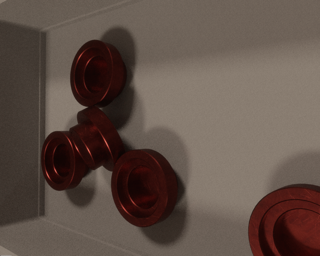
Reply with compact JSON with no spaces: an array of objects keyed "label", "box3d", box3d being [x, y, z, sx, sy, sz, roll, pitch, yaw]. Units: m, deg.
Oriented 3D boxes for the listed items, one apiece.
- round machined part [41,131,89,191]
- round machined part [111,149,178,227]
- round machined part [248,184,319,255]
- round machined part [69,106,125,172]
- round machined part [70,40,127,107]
[{"label":"round machined part","box3d":[-0.155,0.054,0.520,0.098,0.042,0.097,0,90,39]},{"label":"round machined part","box3d":[-0.016,0.076,0.407,0.098,0.042,0.097,0,90,39]},{"label":"round machined part","box3d":[0.136,0.100,0.283,0.098,0.042,0.097,0,90,39]},{"label":"round machined part","box3d":[-0.093,0.021,0.440,0.098,0.042,0.097,41,149,32]},{"label":"round machined part","box3d":[-0.088,-0.079,0.464,0.098,0.042,0.097,-2,87,39]}]
